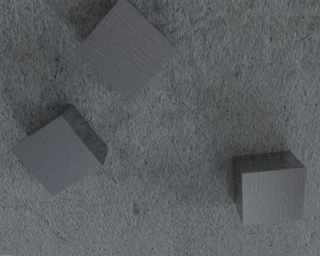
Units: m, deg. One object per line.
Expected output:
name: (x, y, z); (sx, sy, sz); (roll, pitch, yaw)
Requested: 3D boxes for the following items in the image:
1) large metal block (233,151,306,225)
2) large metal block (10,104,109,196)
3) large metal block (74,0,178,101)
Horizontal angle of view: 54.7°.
large metal block: (0.148, 0.082, 0.428); (0.080, 0.050, 0.079); (-6, 110, 2)
large metal block: (-0.127, 0.028, 0.406); (0.080, 0.050, 0.080); (-32, 107, 11)
large metal block: (-0.037, -0.092, 0.362); (0.080, 0.050, 0.080); (42, 105, -14)
